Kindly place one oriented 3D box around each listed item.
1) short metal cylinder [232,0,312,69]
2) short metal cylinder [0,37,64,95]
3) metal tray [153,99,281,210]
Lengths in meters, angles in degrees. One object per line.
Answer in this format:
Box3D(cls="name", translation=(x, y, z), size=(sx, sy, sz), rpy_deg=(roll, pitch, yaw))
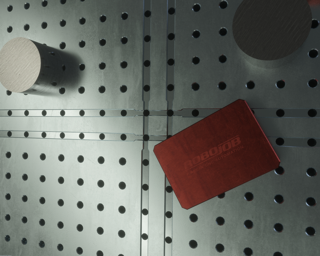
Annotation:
Box3D(cls="short metal cylinder", translation=(0.127, -0.112, 0.354), size=(0.080, 0.050, 0.080), rpy_deg=(0, 90, 20))
Box3D(cls="short metal cylinder", translation=(-0.195, -0.091, 0.468), size=(0.080, 0.050, 0.080), rpy_deg=(0, 90, 20))
Box3D(cls="metal tray", translation=(0.068, 0.033, 0.386), size=(0.130, 0.030, 0.090), rpy_deg=(-30, 80, 17))
